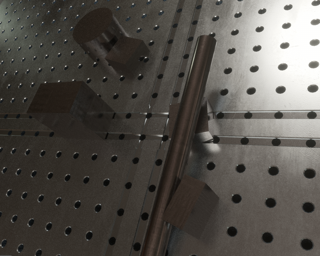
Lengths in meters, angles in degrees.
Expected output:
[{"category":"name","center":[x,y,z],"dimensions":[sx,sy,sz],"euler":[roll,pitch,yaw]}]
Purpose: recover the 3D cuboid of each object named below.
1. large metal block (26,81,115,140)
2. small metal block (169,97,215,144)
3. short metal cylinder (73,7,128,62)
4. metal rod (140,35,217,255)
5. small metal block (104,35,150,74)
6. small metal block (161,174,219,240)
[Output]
[{"category":"large metal block","center":[-0.127,-0.023,0.452],"dimensions":[0.080,0.080,0.050],"euler":[1,63,28]},{"category":"small metal block","center":[0.040,-0.007,0.391],"dimensions":[0.050,0.025,0.050],"euler":[-11,57,21]},{"category":"short metal cylinder","center":[-0.105,-0.164,0.545],"dimensions":[0.080,0.050,0.080],"euler":[-13,56,20]},{"category":"metal rod","center":[0.021,0.030,0.351],"dimensions":[0.025,0.025,0.299],"euler":[7,73,31]},{"category":"small metal block","center":[-0.054,-0.121,0.509],"dimensions":[0.050,0.025,0.050],"euler":[24,74,36]},{"category":"small metal block","center":[0.033,0.083,0.323],"dimensions":[0.025,0.050,0.050],"euler":[19,72,35]}]
